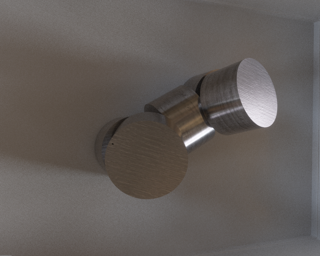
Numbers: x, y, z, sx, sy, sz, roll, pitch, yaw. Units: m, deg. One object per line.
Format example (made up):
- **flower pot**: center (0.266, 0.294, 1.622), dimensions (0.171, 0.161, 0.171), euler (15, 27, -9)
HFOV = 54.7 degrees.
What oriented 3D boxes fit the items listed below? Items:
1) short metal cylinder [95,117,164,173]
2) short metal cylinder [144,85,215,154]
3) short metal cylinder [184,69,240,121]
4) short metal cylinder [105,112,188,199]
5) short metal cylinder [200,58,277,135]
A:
- **short metal cylinder**: center (-0.036, 0.026, 0.383), dimensions (0.081, 0.050, 0.079), euler (0, 90, -21)
- **short metal cylinder**: center (0.023, -0.007, 0.389), dimensions (0.050, 0.080, 0.080), euler (-31, 101, -17)
- **short metal cylinder**: center (0.072, -0.037, 0.423), dimensions (0.081, 0.050, 0.079), euler (0, 90, -21)
- **short metal cylinder**: center (-0.013, 0.027, 0.323), dimensions (0.081, 0.050, 0.079), euler (0, 102, 0)
- **short metal cylinder**: center (0.093, -0.035, 0.362), dimensions (0.081, 0.050, 0.080), euler (13, 70, -39)
